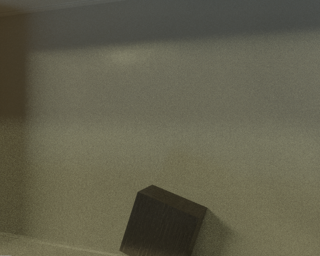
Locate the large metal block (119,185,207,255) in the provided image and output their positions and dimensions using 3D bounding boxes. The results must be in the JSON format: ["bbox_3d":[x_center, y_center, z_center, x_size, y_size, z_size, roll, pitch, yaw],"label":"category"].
[{"bbox_3d":[0.005,0.128,0.395,0.080,0.050,0.080,19,96,18],"label":"large metal block"}]
